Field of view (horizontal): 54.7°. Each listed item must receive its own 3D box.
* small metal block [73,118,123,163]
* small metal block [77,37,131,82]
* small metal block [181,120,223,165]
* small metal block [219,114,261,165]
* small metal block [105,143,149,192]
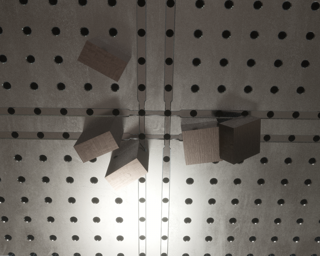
[{"bbox_3d":[-0.079,0.015,0.405,0.050,0.050,0.025,-23,109,8],"label":"small metal block"},{"bbox_3d":[-0.064,-0.083,0.369,0.050,0.050,0.025,28,108,-10],"label":"small metal block"},{"bbox_3d":[0.057,0.020,0.422,0.050,0.025,0.050,-7,110,2],"label":"small metal block"},{"bbox_3d":[0.106,0.014,0.407,0.050,0.025,0.050,-18,114,-31],"label":"small metal block"},{"bbox_3d":[-0.043,0.052,0.419,0.050,0.050,0.025,-32,107,11],"label":"small metal block"}]
